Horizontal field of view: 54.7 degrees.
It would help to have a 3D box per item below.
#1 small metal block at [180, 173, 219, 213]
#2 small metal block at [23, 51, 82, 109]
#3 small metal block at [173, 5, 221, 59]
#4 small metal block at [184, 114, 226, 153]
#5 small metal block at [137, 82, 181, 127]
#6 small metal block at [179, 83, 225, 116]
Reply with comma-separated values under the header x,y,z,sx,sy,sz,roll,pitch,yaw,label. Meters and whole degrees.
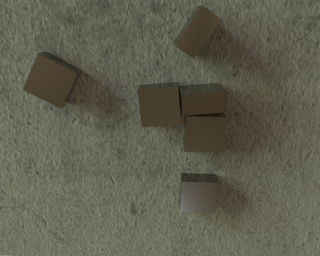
x,y,z,sx,sy,sz,roll,pitch,yaw,label
0.055,0.094,0.445,0.050,0.025,0.050,2,110,-1,small metal block
-0.133,-0.060,0.386,0.050,0.025,0.050,27,108,-10,small metal block
0.041,-0.111,0.356,0.025,0.050,0.050,32,107,-11,small metal block
0.058,0.005,0.412,0.050,0.025,0.050,1,110,-1,small metal block
0.000,-0.030,0.397,0.050,0.025,0.050,-4,110,5,small metal block
0.051,-0.037,0.384,0.050,0.050,0.025,-5,110,1,small metal block
